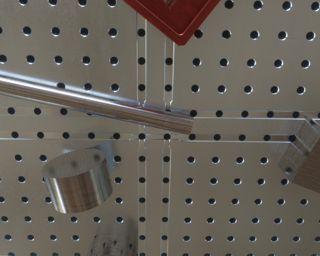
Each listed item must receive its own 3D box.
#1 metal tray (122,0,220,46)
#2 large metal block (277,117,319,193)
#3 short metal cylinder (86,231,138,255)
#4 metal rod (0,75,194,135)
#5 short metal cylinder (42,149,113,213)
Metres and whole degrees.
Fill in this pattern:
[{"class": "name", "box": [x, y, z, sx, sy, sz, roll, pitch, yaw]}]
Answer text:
[{"class": "metal tray", "box": [0.030, -0.171, 0.348, 0.090, 0.030, 0.130, 36, 106, -13]}, {"class": "large metal block", "box": [0.223, 0.042, 0.419, 0.080, 0.050, 0.079, 21, 109, -8]}, {"class": "short metal cylinder", "box": [-0.075, 0.208, 0.476, 0.081, 0.050, 0.079, 0, 110, -1]}, {"class": "metal rod", "box": [-0.106, -0.034, 0.399, 0.302, 0.025, 0.025, 12, 110, -5]}, {"class": "short metal cylinder", "box": [-0.107, 0.067, 0.407, 0.080, 0.080, 0.050, -8, 110, 2]}]
